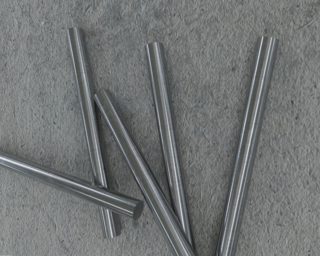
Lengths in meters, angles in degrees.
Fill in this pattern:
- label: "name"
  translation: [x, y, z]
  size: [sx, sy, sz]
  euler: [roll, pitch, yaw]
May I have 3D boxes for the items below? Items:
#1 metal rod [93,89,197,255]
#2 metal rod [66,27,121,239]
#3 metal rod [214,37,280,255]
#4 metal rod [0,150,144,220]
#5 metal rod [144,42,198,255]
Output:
- label: "metal rod"
  translation: [-0.012, 0.077, 0.393]
  size: [0.025, 0.025, 0.299]
  euler: [-35, 72, 17]
- label: "metal rod"
  translation: [-0.095, 0.004, 0.442]
  size: [0.025, 0.025, 0.298]
  euler: [-13, 86, 19]
- label: "metal rod"
  translation: [0.100, 0.042, 0.373]
  size: [0.025, 0.025, 0.298]
  euler: [12, 94, 19]
- label: "metal rod"
  translation: [-0.158, 0.071, 0.446]
  size: [0.301, 0.025, 0.025]
  euler: [13, 95, 26]
- label: "metal rod"
  translation: [0.015, 0.037, 0.403]
  size: [0.025, 0.025, 0.298]
  euler: [-10, 87, 20]
